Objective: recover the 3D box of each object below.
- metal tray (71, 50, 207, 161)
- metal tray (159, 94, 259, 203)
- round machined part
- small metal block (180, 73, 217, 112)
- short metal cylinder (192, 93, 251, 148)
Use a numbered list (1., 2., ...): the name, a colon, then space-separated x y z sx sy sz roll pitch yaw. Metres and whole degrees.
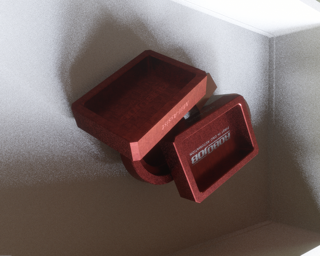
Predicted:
1. metal tray: -0.019 -0.033 0.346 0.131 0.090 0.030 -44 149 -32
2. metal tray: 0.068 0.022 0.398 0.131 0.030 0.090 -31 109 -31
3. round machined part: -0.010 0.020 0.389 0.099 0.042 0.097 0 90 -40
4. small metal block: 0.042 -0.048 0.425 0.050 0.050 0.025 -51 121 -29
5. short metal cylinder: 0.093 -0.011 0.468 0.081 0.050 0.079 0 90 -40
